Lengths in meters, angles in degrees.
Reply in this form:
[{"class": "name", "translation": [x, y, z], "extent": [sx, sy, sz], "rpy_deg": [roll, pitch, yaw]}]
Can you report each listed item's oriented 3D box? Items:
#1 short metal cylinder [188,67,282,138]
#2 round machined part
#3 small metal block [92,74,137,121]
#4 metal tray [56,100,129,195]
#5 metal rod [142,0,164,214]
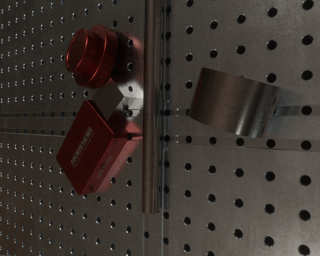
[{"class": "short metal cylinder", "translation": [0.074, -0.027, 0.311], "extent": [0.080, 0.081, 0.050], "rpy_deg": [24, 105, 37]}, {"class": "round machined part", "translation": [-0.109, -0.111, 0.469], "extent": [0.098, 0.042, 0.098], "rpy_deg": [-19, 64, 46]}, {"class": "small metal block", "translation": [-0.069, -0.045, 0.464], "extent": [0.050, 0.025, 0.050], "rpy_deg": [-51, 61, 28]}, {"class": "metal tray", "translation": [-0.112, 0.031, 0.496], "extent": [0.090, 0.030, 0.129], "rpy_deg": [47, 118, 29]}, {"class": "metal rod", "translation": [-0.010, -0.037, 0.415], "extent": [0.025, 0.025, 0.298], "rpy_deg": [2, 91, 39]}]
